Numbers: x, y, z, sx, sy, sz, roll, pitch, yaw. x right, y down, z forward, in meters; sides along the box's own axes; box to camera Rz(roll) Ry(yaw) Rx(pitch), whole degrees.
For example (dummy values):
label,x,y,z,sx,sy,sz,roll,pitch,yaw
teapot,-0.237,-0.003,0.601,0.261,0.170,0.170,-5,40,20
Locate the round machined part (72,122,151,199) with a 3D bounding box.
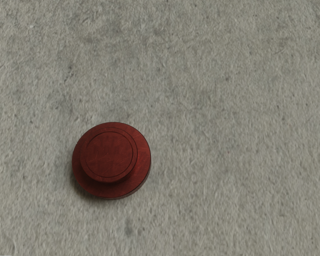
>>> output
label,x,y,z,sx,sy,sz,roll,pitch,yaw
round machined part,-0.061,0.037,0.385,0.099,0.042,0.098,0,70,-1
